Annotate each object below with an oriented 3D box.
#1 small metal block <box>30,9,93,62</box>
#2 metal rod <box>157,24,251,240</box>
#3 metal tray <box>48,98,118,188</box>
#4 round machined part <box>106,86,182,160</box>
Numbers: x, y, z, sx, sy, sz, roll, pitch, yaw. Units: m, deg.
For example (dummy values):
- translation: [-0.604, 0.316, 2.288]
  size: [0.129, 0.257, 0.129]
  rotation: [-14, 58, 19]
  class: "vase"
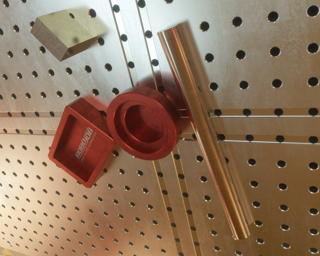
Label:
- translation: [-0.122, -0.117, 0.387]
  size: [0.050, 0.050, 0.025]
  rotation: [45, 129, -3]
  class: "small metal block"
- translation: [0.063, 0.020, 0.390]
  size: [0.025, 0.025, 0.299]
  rotation: [-10, 114, 32]
  class: "metal rod"
- translation: [-0.119, 0.028, 0.487]
  size: [0.090, 0.030, 0.129]
  rotation: [37, 129, 3]
  class: "metal tray"
- translation: [-0.017, -0.009, 0.403]
  size: [0.098, 0.042, 0.097]
  rotation: [13, 124, 21]
  class: "round machined part"
